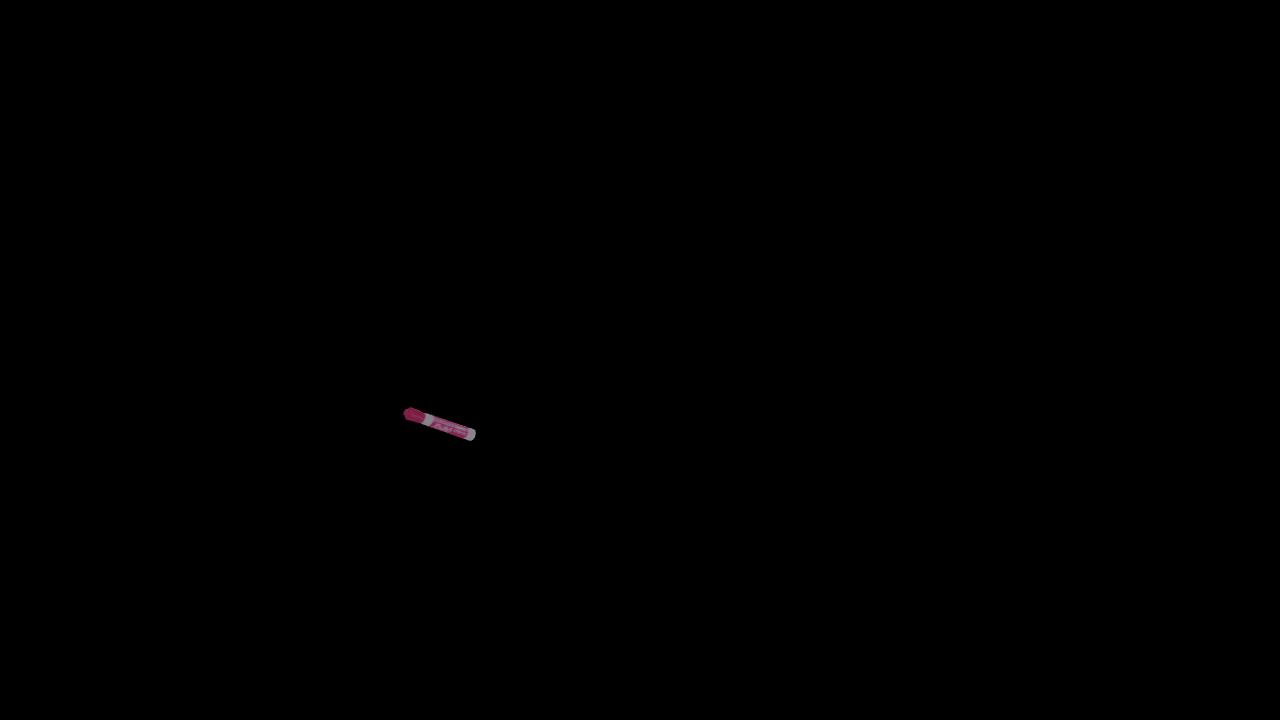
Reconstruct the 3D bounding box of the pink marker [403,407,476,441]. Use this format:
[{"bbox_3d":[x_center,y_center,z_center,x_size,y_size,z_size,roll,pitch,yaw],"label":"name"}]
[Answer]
[{"bbox_3d":[-0.297,0.095,0.913,0.020,0.020,0.121,0,-21,39],"label":"pink marker"}]
